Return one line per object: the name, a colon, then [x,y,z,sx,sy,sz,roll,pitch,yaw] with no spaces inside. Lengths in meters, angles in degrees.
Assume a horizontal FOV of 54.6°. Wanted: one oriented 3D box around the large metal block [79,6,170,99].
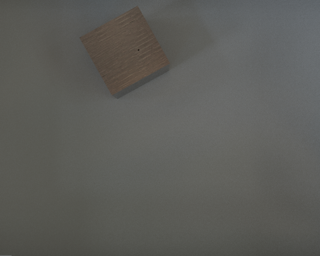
large metal block: [-0.042,-0.094,0.399,0.080,0.050,0.080,-29,90,0]
